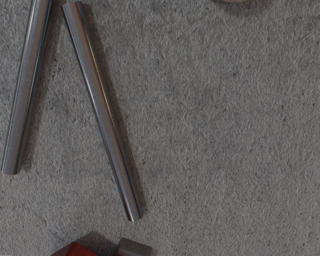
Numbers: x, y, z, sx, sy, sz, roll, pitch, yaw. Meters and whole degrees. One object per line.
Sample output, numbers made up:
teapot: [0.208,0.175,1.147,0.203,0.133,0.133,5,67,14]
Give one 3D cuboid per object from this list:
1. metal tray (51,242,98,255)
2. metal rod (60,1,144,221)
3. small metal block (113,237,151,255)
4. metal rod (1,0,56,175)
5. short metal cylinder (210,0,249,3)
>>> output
metal tray: [-0.103,0.230,0.471,0.130,0.030,0.090,39,130,-14]
metal rod: [-0.069,-0.007,0.406,0.025,0.025,0.298,-12,110,4]
small metal block: [-0.047,0.206,0.485,0.050,0.025,0.050,22,109,-9]
metal rod: [-0.159,-0.075,0.379,0.025,0.025,0.298,17,109,-7]
short metal cylinder: [0.078,-0.177,0.332,0.081,0.050,0.079,0,110,-1]
